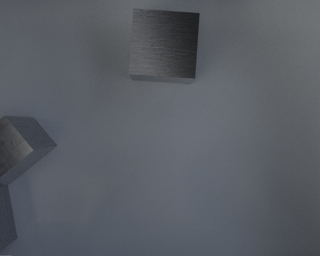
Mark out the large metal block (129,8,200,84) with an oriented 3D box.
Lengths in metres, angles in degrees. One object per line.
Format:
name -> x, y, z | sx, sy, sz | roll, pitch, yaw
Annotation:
large metal block -> 0.005, -0.102, 0.399 | 0.080, 0.050, 0.080 | 4, 90, 0

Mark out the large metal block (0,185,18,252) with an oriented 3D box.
large metal block -> -0.226, 0.116, 0.382 | 0.050, 0.080, 0.080 | -10, 90, 0

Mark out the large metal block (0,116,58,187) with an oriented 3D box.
large metal block -> -0.187, 0.030, 0.382 | 0.080, 0.080, 0.050 | -39, 90, 0
